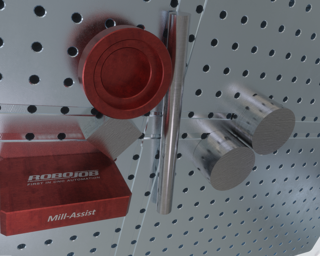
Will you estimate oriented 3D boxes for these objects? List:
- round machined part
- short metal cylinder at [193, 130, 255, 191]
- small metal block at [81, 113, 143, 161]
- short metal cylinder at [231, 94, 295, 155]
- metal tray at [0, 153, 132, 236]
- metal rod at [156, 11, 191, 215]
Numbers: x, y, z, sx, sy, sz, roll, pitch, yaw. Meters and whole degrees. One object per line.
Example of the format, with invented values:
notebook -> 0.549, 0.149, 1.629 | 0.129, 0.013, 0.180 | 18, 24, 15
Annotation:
round machined part -> -0.040, -0.062, 0.337 | 0.099, 0.042, 0.097 | -13, 120, -23
short metal cylinder -> 0.099, 0.050, 0.480 | 0.081, 0.050, 0.079 | -14, 125, -21
small metal block -> -0.059, 0.005, 0.382 | 0.050, 0.025, 0.050 | -42, 130, 1
short metal cylinder -> 0.159, -0.005, 0.479 | 0.081, 0.050, 0.079 | -14, 124, -21
metal tray -> -0.109, 0.068, 0.351 | 0.131, 0.090, 0.030 | -2, 119, -28
metal rod -> 0.014, 0.001, 0.419 | 0.025, 0.025, 0.298 | -11, 123, -23
